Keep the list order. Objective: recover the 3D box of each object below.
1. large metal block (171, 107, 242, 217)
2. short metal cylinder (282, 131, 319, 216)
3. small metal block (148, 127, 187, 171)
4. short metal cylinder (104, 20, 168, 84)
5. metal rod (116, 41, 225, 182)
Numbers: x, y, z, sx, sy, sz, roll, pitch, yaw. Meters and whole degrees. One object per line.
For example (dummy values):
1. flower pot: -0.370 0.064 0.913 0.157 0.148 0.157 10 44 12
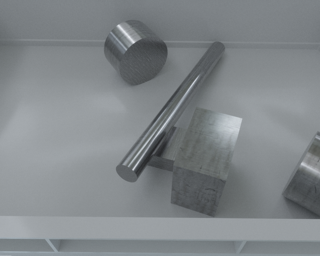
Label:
1. large metal block: 0.050 0.037 0.339 0.050 0.080 0.080 16 52 12
2. short metal cylinder: 0.173 0.050 0.330 0.050 0.080 0.080 29 56 22
3. small metal block: 0.009 0.024 0.385 0.050 0.025 0.050 13 51 10
4. short metal cylinder: -0.036 -0.113 0.464 0.081 0.080 0.050 -26 55 -20
5. metal rod: 0.031 -0.043 0.417 0.025 0.025 0.301 21 46 16
